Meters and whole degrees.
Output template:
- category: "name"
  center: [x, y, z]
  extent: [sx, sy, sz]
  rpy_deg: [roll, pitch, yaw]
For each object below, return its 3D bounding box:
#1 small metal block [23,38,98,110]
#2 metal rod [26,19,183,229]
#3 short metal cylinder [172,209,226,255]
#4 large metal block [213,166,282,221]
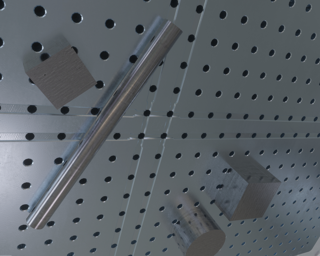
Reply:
- category: "small metal block"
  center: [-0.102, -0.056, 0.321]
  extent: [0.050, 0.025, 0.050]
  rpy_deg: [-35, 129, -5]
- category: "metal rod"
  center: [-0.072, 0.003, 0.373]
  extent: [0.025, 0.025, 0.299]
  rpy_deg: [29, 102, -38]
- category: "short metal cylinder"
  center: [0.069, 0.194, 0.553]
  extent: [0.081, 0.050, 0.079]
  rpy_deg: [-14, 124, -21]
- category: "large metal block"
  center: [0.154, 0.114, 0.551]
  extent: [0.081, 0.050, 0.079]
  rpy_deg: [5, 116, -31]
